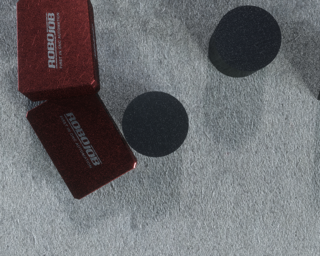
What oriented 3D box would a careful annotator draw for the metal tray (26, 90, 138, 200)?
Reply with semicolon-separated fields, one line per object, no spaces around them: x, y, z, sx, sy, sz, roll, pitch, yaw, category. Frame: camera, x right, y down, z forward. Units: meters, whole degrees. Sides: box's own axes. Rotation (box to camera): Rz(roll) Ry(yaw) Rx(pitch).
-0.100;0.015;0.407;0.090;0.030;0.130;-30;90;0;metal tray

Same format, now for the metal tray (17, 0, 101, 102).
-0.128;-0.103;0.390;0.091;0.030;0.129;-8;75;0;metal tray

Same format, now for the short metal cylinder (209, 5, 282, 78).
0.106;-0.108;0.398;0.081;0.050;0.079;0;90;0;short metal cylinder

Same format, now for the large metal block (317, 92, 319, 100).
0.250;-0.071;0.384;0.050;0.080;0.080;14;90;0;large metal block

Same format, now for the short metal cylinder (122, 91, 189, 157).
-0.005;-0.005;0.397;0.081;0.050;0.079;0;90;0;short metal cylinder
